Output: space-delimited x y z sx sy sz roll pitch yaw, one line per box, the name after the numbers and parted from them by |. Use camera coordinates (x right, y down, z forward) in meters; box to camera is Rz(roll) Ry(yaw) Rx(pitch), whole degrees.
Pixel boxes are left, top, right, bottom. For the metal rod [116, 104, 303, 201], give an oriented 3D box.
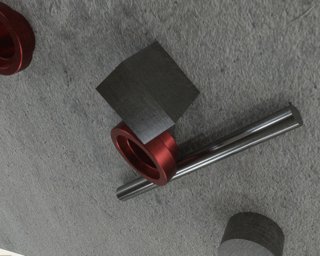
0.041 0.047 0.414 0.299 0.025 0.025 -31 102 38 | metal rod

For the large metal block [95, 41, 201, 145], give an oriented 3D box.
-0.010 -0.042 0.351 0.080 0.080 0.050 49 129 -7 | large metal block

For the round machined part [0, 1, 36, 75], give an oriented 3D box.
-0.215 -0.126 0.431 0.098 0.042 0.097 13 124 21 | round machined part

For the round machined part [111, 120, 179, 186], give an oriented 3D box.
-0.015 0.025 0.403 0.098 0.042 0.098 36 154 22 | round machined part

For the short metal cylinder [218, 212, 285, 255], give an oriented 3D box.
0.126 0.163 0.425 0.080 0.050 0.079 13 124 21 | short metal cylinder
